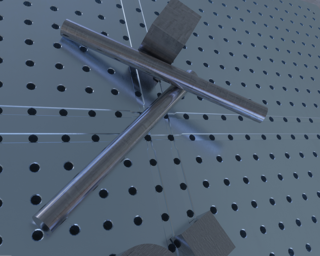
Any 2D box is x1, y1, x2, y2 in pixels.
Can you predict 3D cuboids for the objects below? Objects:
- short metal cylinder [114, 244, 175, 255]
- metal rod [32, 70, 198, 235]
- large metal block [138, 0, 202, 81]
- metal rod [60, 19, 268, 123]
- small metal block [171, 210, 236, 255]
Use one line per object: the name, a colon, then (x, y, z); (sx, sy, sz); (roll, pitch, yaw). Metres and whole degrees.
short metal cylinder: (-0.019, 0.154, 0.288); (0.081, 0.050, 0.080); (14, 56, -21)
metal rod: (-0.031, 0.006, 0.387); (0.025, 0.025, 0.301); (42, 51, 1)
large metal block: (0.009, -0.130, 0.457); (0.050, 0.080, 0.080); (33, 51, -7)
metal rod: (0.008, -0.078, 0.431); (0.301, 0.025, 0.025); (23, 53, -3)
small metal block: (0.050, 0.132, 0.355); (0.050, 0.025, 0.050); (-27, 76, -37)
